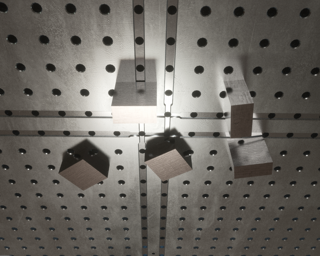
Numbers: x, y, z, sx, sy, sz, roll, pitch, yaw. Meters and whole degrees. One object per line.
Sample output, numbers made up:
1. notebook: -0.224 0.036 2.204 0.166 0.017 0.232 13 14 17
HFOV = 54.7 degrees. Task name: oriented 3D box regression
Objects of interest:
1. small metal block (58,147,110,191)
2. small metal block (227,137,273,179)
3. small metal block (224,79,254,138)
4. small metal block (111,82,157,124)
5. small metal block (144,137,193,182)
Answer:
1. small metal block: -0.113 0.062 0.463 0.050 0.025 0.050 -30 125 22
2. small metal block: 0.124 0.041 0.432 0.050 0.050 0.025 -8 130 6
3. small metal block: 0.094 -0.023 0.377 0.025 0.050 0.050 -6 130 5
4. small metal block: -0.029 -0.031 0.369 0.050 0.050 0.025 0 130 -1
5. small metal block: 0.013 0.046 0.451 0.050 0.025 0.050 -25 126 19
